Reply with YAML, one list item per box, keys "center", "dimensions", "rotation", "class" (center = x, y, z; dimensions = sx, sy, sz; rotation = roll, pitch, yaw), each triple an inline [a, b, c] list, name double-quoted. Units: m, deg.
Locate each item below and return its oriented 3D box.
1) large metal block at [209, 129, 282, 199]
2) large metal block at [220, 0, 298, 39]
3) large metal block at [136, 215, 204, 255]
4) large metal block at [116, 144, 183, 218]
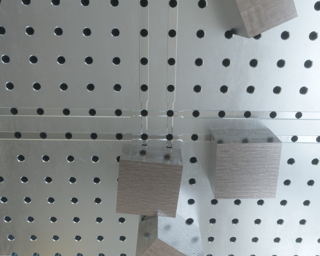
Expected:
- center: [0.111, 0.047, 0.418]
  dimensions: [0.080, 0.050, 0.079]
  rotation: [-1, 110, 0]
  class: "large metal block"
- center: [0.095, -0.147, 0.331]
  dimensions: [0.050, 0.080, 0.080]
  rotation: [-24, 109, 8]
  class: "large metal block"
- center: [0.014, 0.167, 0.445]
  dimensions: [0.080, 0.080, 0.050]
  rotation: [35, 106, -12]
  class: "large metal block"
- center: [-0.015, 0.072, 0.426]
  dimensions: [0.080, 0.050, 0.079]
  rotation: [6, 110, -2]
  class: "large metal block"
